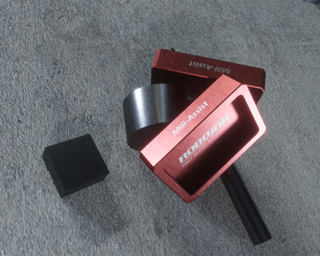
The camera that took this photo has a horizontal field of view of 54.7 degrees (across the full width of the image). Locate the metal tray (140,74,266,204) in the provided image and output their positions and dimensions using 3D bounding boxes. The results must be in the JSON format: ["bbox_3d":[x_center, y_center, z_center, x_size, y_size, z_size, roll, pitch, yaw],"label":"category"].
[{"bbox_3d":[0.052,0.015,0.347,0.030,0.130,0.090,43,-5,47],"label":"metal tray"}]

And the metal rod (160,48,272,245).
[{"bbox_3d":[0.070,0.013,0.435,0.025,0.025,0.299,-12,68,-33],"label":"metal rod"}]

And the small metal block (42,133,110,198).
[{"bbox_3d":[-0.090,0.039,0.332,0.050,0.025,0.050,-20,72,-36],"label":"small metal block"}]

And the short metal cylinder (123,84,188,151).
[{"bbox_3d":[-0.002,-0.010,0.375,0.081,0.080,0.050,4,60,-27],"label":"short metal cylinder"}]

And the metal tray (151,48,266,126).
[{"bbox_3d":[0.055,-0.048,0.393,0.131,0.090,0.030,12,61,3],"label":"metal tray"}]
